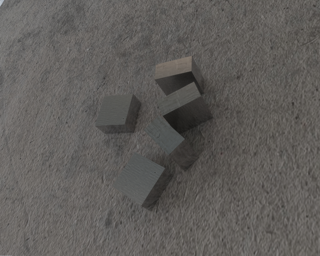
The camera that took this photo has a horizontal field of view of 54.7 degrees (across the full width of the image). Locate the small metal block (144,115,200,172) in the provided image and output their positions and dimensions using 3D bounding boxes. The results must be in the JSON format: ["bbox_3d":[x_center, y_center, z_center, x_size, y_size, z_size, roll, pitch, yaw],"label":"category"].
[{"bbox_3d":[0.014,0.019,0.369,0.025,0.050,0.050,-45,51,-2],"label":"small metal block"}]

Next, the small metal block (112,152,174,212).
[{"bbox_3d":[-0.021,0.064,0.375,0.050,0.025,0.050,24,75,36],"label":"small metal block"}]

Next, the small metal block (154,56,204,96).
[{"bbox_3d":[0.027,-0.065,0.414,0.050,0.050,0.025,-9,58,23],"label":"small metal block"}]

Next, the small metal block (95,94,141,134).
[{"bbox_3d":[-0.060,-0.020,0.448,0.050,0.025,0.050,-2,61,27],"label":"small metal block"}]

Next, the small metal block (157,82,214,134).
[{"bbox_3d":[0.032,-0.023,0.385,0.050,0.050,0.025,-27,53,11],"label":"small metal block"}]
